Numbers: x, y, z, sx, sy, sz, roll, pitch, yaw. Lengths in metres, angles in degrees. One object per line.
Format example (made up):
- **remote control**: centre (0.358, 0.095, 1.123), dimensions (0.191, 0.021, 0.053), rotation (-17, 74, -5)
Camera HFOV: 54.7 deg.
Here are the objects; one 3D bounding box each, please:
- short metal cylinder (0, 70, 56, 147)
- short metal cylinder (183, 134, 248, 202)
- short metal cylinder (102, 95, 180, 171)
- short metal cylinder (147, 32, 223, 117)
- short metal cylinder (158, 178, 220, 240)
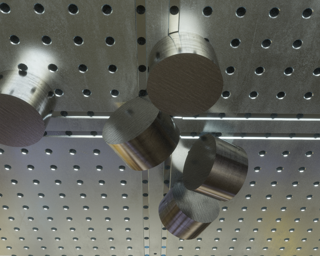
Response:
- **short metal cylinder**: centre (-0.173, -0.023, 0.374), dimensions (0.081, 0.050, 0.079), rotation (0, 130, 0)
- **short metal cylinder**: centre (0.074, 0.054, 0.422), dimensions (0.050, 0.080, 0.080), rotation (23, 126, -18)
- **short metal cylinder**: centre (-0.023, 0.005, 0.380), dimensions (0.080, 0.080, 0.050), rotation (-23, 127, 18)
- **short metal cylinder**: centre (0.026, -0.059, 0.345), dimensions (0.081, 0.050, 0.079), rotation (0, 130, 0)
- **short metal cylinder**: centre (0.045, 0.124, 0.482), dimensions (0.080, 0.080, 0.050), rotation (19, 127, -16)
